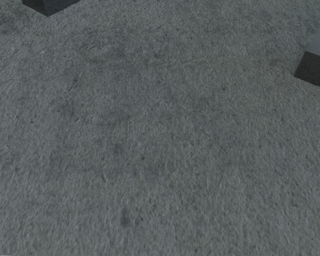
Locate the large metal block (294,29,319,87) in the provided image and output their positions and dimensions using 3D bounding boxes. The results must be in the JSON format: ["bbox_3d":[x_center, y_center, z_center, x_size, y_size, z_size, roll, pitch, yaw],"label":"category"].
[{"bbox_3d":[0.268,-0.105,0.479,0.080,0.050,0.080,28,55,21],"label":"large metal block"}]

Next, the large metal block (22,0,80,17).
[{"bbox_3d":[-0.222,-0.272,0.613,0.080,0.050,0.080,32,57,23],"label":"large metal block"}]
